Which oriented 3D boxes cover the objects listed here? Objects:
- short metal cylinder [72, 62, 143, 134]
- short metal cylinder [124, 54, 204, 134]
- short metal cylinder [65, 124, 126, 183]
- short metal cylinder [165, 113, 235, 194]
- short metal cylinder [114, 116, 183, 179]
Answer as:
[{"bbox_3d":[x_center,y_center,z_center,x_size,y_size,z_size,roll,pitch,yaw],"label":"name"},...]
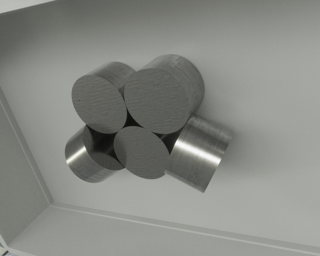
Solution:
[{"bbox_3d":[-0.065,-0.039,0.401,0.080,0.050,0.079,13,124,21],"label":"short metal cylinder"},{"bbox_3d":[0.006,-0.040,0.363,0.080,0.050,0.079,13,124,21],"label":"short metal cylinder"},{"bbox_3d":[-0.084,0.031,0.435,0.050,0.080,0.080,-34,99,38],"label":"short metal cylinder"},{"bbox_3d":[0.047,0.029,0.364,0.050,0.080,0.079,26,128,12],"label":"short metal cylinder"},{"bbox_3d":[-0.013,0.021,0.410,0.080,0.050,0.079,13,124,21],"label":"short metal cylinder"}]
